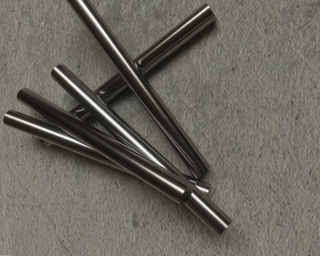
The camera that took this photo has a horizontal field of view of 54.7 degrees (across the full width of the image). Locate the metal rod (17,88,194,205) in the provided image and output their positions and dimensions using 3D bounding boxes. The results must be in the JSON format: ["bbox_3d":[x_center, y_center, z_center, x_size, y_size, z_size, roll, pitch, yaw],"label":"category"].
[{"bbox_3d":[-0.089,0.011,0.399,0.300,0.025,0.025,27,99,29],"label":"metal rod"}]

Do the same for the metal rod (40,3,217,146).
[{"bbox_3d":[-0.054,-0.064,0.428,0.300,0.025,0.025,-35,79,16],"label":"metal rod"}]

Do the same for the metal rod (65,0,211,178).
[{"bbox_3d":[-0.034,-0.065,0.395,0.025,0.025,0.299,-37,88,16],"label":"metal rod"}]

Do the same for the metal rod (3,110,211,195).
[{"bbox_3d":[-0.079,0.033,0.419,0.301,0.025,0.025,19,97,12],"label":"metal rod"}]

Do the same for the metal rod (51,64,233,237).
[{"bbox_3d":[-0.034,0.017,0.391,0.300,0.025,0.025,42,103,16],"label":"metal rod"}]
